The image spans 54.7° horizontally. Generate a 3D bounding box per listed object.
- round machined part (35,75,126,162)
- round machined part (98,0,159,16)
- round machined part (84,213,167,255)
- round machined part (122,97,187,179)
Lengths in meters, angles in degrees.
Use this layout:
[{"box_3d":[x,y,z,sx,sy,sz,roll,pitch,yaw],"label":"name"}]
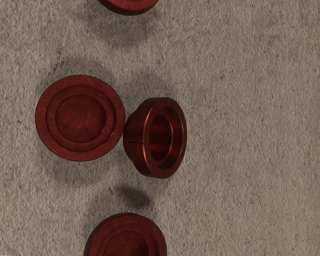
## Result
[{"box_3d":[-0.094,-0.011,0.365,0.099,0.042,0.097,0,90,-20],"label":"round machined part"},{"box_3d":[-0.043,-0.188,0.385,0.099,0.042,0.097,0,90,-21],"label":"round machined part"},{"box_3d":[-0.044,0.153,0.380,0.099,0.042,0.097,4,81,-24],"label":"round machined part"},{"box_3d":[-0.008,0.011,0.381,0.099,0.042,0.097,-5,96,-57],"label":"round machined part"}]
